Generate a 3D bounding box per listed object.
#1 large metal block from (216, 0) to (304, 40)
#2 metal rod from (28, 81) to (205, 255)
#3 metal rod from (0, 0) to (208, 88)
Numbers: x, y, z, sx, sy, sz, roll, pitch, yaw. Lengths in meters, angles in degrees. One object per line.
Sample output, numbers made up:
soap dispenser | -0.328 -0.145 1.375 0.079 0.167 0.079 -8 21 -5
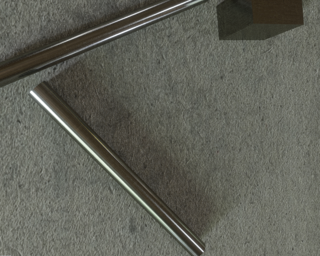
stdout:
large metal block | 0.136 -0.158 0.432 0.081 0.080 0.050 -6 92 -20
metal rod | -0.044 0.061 0.393 0.025 0.025 0.300 -46 105 -14
metal rod | -0.066 -0.119 0.384 0.302 0.025 0.025 -29 100 -18
